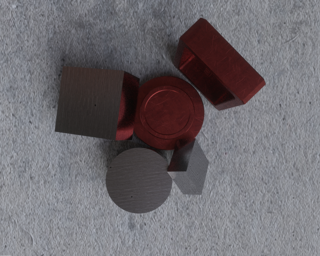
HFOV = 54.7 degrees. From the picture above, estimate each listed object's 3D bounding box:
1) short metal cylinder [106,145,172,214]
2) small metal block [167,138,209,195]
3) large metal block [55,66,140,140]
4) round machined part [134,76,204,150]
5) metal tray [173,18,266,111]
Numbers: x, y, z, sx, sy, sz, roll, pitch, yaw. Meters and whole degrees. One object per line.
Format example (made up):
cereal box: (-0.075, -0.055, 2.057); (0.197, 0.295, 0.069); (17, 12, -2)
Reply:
short metal cylinder: (-0.025, 0.063, 0.399); (0.081, 0.050, 0.079); (0, 90, -1)
small metal block: (0.037, 0.049, 0.388); (0.025, 0.050, 0.050); (-6, 135, 30)
large metal block: (-0.076, -0.030, 0.385); (0.080, 0.050, 0.079); (7, 90, 16)
round machined part: (0.009, -0.020, 0.404); (0.099, 0.042, 0.097); (0, 90, -1)
metal tray: (0.060, -0.065, 0.358); (0.030, 0.130, 0.090); (-44, 91, 0)
